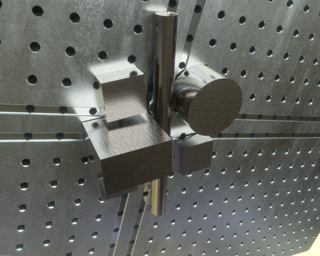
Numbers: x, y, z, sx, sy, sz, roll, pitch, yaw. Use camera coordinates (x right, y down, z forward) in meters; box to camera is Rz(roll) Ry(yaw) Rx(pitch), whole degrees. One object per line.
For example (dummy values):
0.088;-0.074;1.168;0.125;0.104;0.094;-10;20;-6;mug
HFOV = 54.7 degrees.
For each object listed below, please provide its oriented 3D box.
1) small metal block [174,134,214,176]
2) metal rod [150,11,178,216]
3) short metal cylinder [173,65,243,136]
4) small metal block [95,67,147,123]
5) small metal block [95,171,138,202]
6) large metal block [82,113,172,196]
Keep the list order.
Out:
0.050;0.038;0.464;0.050;0.025;0.050;-14;124;-21;small metal block
0.002;0.003;0.415;0.025;0.025;0.298;-12;124;-22;metal rod
0.060;-0.036;0.406;0.081;0.050;0.079;-14;125;-21;short metal cylinder
-0.045;-0.039;0.364;0.050;0.025;0.050;-16;125;-20;small metal block
-0.060;0.066;0.421;0.050;0.025;0.050;-15;125;-21;small metal block
-0.040;0.024;0.368;0.081;0.080;0.050;-15;125;-21;large metal block
